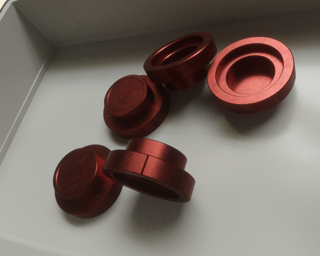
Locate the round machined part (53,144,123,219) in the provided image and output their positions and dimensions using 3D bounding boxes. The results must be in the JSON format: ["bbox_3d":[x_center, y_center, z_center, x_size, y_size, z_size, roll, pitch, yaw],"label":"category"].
[{"bbox_3d":[-0.100,0.065,0.407,0.098,0.042,0.098,-13,56,21],"label":"round machined part"}]

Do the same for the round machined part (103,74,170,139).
[{"bbox_3d":[-0.039,-0.036,0.438,0.098,0.042,0.098,-13,56,21],"label":"round machined part"}]

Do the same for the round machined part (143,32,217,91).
[{"bbox_3d":[0.031,-0.086,0.417,0.098,0.042,0.098,-22,30,14],"label":"round machined part"}]

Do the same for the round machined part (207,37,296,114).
[{"bbox_3d":[0.110,-0.058,0.373,0.098,0.042,0.098,-13,56,21],"label":"round machined part"}]

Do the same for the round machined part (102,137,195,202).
[{"bbox_3d":[-0.009,0.044,0.337,0.098,0.098,0.042,6,65,31],"label":"round machined part"}]
